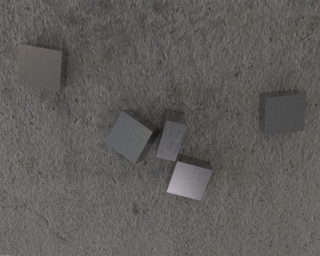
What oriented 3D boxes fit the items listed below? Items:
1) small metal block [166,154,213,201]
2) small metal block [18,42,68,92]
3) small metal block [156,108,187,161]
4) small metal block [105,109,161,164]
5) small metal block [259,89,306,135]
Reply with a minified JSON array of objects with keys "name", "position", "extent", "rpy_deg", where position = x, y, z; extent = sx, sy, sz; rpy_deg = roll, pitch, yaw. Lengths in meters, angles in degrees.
[{"name":"small metal block","position":[0.040,0.069,0.435],"extent":[0.050,0.025,0.050],"rpy_deg":[15,109,-6]},{"name":"small metal block","position":[-0.144,-0.075,0.381],"extent":[0.050,0.025,0.050],"rpy_deg":[9,110,-4]},{"name":"small metal block","position":[0.013,0.007,0.399],"extent":[0.025,0.050,0.050],"rpy_deg":[14,110,-5]},{"name":"small metal block","position":[-0.035,0.010,0.402],"extent":[0.050,0.025,0.050],"rpy_deg":[35,108,16]},{"name":"small metal block","position":[0.158,-0.021,0.403],"extent":[0.050,0.025,0.050],"rpy_deg":[-6,110,2]}]
